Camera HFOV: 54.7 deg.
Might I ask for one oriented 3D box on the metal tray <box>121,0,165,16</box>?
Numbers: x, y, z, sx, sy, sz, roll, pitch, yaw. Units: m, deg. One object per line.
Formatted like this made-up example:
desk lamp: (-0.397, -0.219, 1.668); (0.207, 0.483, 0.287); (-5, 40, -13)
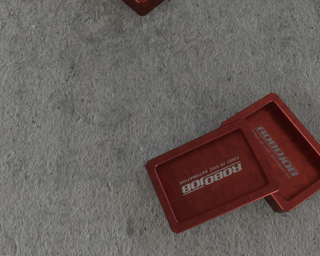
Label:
metal tray: (-0.041, -0.250, 0.496); (0.090, 0.030, 0.130); (-43, 76, -14)

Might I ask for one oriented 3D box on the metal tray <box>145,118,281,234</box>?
metal tray: (0.060, 0.056, 0.365); (0.130, 0.030, 0.090); (-25, 74, 7)

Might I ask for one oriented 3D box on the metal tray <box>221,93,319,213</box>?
metal tray: (0.147, 0.029, 0.395); (0.090, 0.030, 0.130); (-31, 73, -11)
